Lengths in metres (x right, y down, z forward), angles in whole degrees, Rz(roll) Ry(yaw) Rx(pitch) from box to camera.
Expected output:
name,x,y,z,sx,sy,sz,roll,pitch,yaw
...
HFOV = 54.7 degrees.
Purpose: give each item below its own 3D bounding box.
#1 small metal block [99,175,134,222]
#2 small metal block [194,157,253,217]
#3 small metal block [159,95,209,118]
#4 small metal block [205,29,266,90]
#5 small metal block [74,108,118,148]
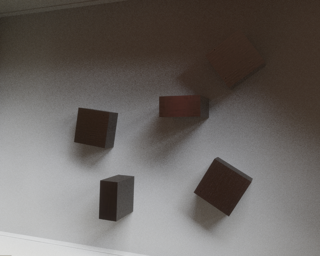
name,x,y,z,sx,sy,sz,roll,pitch,yaw
small metal block,-0.057,0.092,0.417,0.025,0.050,0.050,2,91,20
small metal block,0.078,0.071,0.383,0.050,0.025,0.050,33,100,17
small metal block,0.031,-0.026,0.386,0.050,0.050,0.025,0,90,20
small metal block,0.092,-0.082,0.378,0.050,0.025,0.050,-36,79,16
small metal block,-0.091,-0.001,0.443,0.050,0.025,0.050,9,93,19
